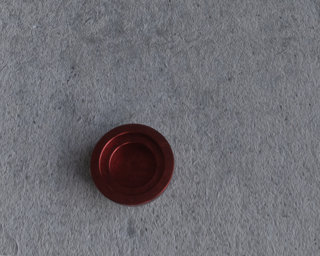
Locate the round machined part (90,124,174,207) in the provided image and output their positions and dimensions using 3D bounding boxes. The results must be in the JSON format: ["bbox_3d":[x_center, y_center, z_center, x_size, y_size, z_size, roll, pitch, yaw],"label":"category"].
[{"bbox_3d":[-0.032,0.047,0.382,0.099,0.042,0.098,0,70,0],"label":"round machined part"}]
